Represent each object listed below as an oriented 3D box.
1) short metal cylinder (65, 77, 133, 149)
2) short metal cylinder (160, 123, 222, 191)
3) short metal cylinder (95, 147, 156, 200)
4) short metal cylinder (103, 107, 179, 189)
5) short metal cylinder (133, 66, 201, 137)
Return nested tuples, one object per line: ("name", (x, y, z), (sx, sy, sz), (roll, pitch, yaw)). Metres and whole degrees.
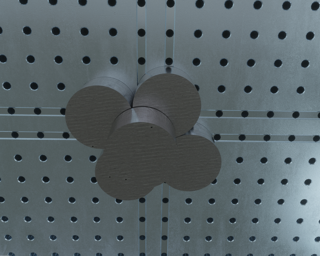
("short metal cylinder", (-0.072, -0.020, 0.391), (0.081, 0.050, 0.079), (0, 110, -1))
("short metal cylinder", (0.037, 0.037, 0.413), (0.081, 0.050, 0.079), (0, 110, -1))
("short metal cylinder", (-0.042, 0.049, 0.417), (0.081, 0.050, 0.079), (0, 110, -1))
("short metal cylinder", (-0.020, 0.022, 0.352), (0.081, 0.050, 0.079), (-1, 112, -1))
("short metal cylinder", (0.008, -0.033, 0.387), (0.081, 0.050, 0.079), (0, 110, -1))
